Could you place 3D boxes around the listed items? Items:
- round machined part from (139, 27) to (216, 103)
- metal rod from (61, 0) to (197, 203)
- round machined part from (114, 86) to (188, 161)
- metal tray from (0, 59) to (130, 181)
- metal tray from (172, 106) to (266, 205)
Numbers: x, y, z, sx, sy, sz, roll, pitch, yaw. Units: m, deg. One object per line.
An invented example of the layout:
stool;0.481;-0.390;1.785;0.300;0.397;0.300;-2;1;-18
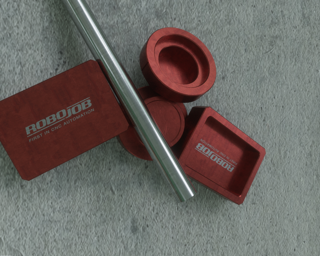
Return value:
round machined part;0.019;-0.076;0.397;0.099;0.042;0.098;11;64;-23
metal rod;-0.044;-0.051;0.358;0.025;0.025;0.299;-29;87;-18
round machined part;-0.007;-0.006;0.399;0.099;0.042;0.097;0;90;-20
metal tray;-0.113;-0.010;0.355;0.131;0.030;0.090;-28;97;-9
metal tray;0.080;0.039;0.426;0.130;0.030;0.090;33;79;-28
